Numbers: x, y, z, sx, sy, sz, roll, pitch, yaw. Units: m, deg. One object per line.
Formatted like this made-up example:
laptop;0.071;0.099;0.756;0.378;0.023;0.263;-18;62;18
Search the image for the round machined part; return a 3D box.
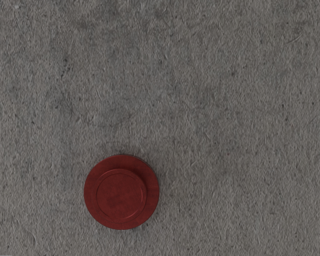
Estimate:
round machined part;-0.050;0.084;0.401;0.099;0.042;0.097;0;90;0
